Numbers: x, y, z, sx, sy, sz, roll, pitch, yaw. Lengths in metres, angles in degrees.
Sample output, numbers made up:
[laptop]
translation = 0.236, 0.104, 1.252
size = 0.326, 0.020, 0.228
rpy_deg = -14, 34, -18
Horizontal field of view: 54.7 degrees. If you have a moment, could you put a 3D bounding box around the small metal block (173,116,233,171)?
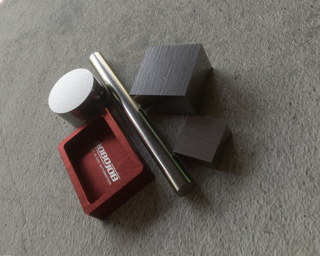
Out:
[small metal block]
translation = 0.051, 0.017, 0.368
size = 0.050, 0.025, 0.050
rpy_deg = 14, 69, 33

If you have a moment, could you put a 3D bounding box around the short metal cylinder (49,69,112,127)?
[short metal cylinder]
translation = -0.122, -0.045, 0.479
size = 0.080, 0.050, 0.080
rpy_deg = -13, 56, 20

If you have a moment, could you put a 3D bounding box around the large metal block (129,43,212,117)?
[large metal block]
translation = 0.017, -0.064, 0.419
size = 0.080, 0.050, 0.080
rpy_deg = 5, 64, 30

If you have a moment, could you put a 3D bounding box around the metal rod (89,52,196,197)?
[metal rod]
translation = -0.040, -0.025, 0.440
size = 0.025, 0.025, 0.300
rpy_deg = -38, 51, 2

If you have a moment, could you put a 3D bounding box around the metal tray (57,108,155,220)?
[metal tray]
translation = -0.077, 0.043, 0.414
size = 0.090, 0.030, 0.130
rpy_deg = -39, 51, 1
